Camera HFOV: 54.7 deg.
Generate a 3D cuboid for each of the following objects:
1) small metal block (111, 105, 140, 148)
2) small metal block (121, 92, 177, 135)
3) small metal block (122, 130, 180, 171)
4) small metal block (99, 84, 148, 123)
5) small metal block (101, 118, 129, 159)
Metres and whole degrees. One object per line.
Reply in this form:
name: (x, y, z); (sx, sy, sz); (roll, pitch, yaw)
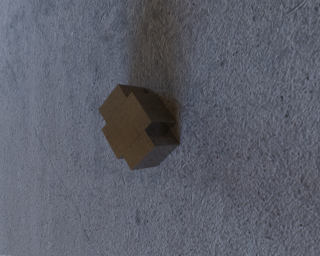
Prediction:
small metal block: (-0.029, -0.003, 0.411); (0.025, 0.050, 0.050); (-47, 62, 30)
small metal block: (-0.014, -0.018, 0.399); (0.025, 0.050, 0.050); (-48, 62, 29)
small metal block: (-0.011, 0.027, 0.397); (0.050, 0.050, 0.025); (-46, 63, 30)
small metal block: (-0.047, -0.032, 0.426); (0.050, 0.050, 0.025); (-46, 63, 30)
small metal block: (-0.044, 0.013, 0.423); (0.025, 0.050, 0.050); (-47, 62, 30)
